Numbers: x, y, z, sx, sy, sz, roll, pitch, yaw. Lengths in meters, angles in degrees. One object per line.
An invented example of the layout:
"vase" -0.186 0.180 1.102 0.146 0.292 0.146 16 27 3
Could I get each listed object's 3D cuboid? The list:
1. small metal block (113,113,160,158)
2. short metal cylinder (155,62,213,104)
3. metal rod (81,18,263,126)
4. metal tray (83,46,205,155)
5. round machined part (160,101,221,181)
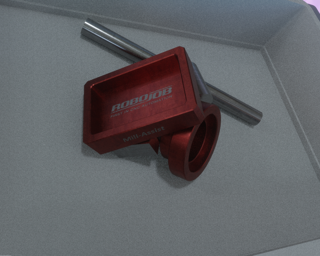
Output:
"small metal block" -0.027 0.006 0.370 0.025 0.050 0.050 58 33 -47
"short metal cylinder" 0.023 -0.044 0.411 0.081 0.080 0.050 -10 67 -33
"metal rod" 0.026 -0.079 0.469 0.301 0.025 0.025 26 53 -13
"metal tray" -0.023 -0.031 0.351 0.030 0.130 0.090 51 26 -54
"round machined part" 0.035 0.013 0.384 0.042 0.097 0.098 20 45 28
